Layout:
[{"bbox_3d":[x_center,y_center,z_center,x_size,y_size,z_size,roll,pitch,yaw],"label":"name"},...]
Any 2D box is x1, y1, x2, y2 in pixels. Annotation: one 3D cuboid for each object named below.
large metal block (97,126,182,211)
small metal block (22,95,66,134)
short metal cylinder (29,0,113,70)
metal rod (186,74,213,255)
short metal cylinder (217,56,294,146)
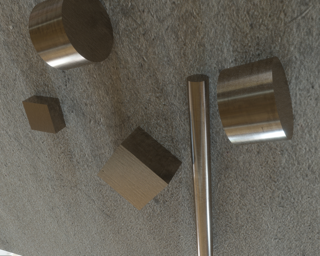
[{"bbox_3d":[-0.030,0.058,0.441,0.080,0.050,0.080,40,129,0],"label":"large metal block"},{"bbox_3d":[-0.181,-0.022,0.486,0.050,0.025,0.050,8,122,23],"label":"small metal block"},{"bbox_3d":[-0.099,-0.110,0.353,0.050,0.080,0.080,-5,116,30],"label":"short metal cylinder"},{"bbox_3d":[0.057,0.073,0.420,0.025,0.025,0.298,8,122,24],"label":"metal rod"},{"bbox_3d":[0.096,-0.025,0.305,0.050,0.080,0.080,-10,114,32],"label":"short metal cylinder"}]
